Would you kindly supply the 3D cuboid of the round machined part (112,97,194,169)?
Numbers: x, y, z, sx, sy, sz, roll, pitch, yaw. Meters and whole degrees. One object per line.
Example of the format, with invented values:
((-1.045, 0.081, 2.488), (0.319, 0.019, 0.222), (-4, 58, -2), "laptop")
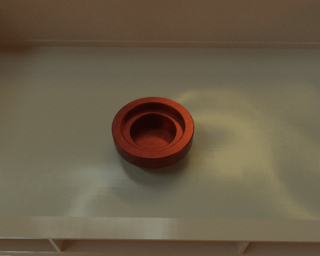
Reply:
((-0.008, 0.010, 0.386), (0.099, 0.042, 0.098), (0, 50, 0), "round machined part")
